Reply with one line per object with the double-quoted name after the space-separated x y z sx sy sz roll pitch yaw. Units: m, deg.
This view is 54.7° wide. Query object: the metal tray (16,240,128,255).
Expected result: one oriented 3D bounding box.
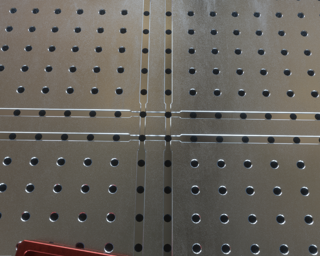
-0.099 0.181 0.341 0.131 0.030 0.090 9 70 3 "metal tray"
